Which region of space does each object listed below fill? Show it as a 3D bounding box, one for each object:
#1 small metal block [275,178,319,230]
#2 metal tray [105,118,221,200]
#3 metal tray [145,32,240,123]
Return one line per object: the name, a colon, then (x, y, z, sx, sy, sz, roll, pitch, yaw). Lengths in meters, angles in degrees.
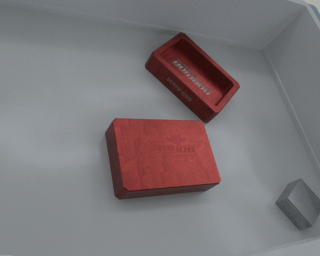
small metal block: (0.204, 0.110, 0.451, 0.050, 0.025, 0.050, 50, 51, 6)
metal tray: (0.004, 0.035, 0.385, 0.131, 0.030, 0.090, 1, 61, -28)
metal tray: (0.053, -0.081, 0.481, 0.130, 0.030, 0.090, 43, 51, 1)
